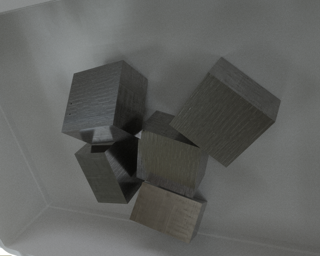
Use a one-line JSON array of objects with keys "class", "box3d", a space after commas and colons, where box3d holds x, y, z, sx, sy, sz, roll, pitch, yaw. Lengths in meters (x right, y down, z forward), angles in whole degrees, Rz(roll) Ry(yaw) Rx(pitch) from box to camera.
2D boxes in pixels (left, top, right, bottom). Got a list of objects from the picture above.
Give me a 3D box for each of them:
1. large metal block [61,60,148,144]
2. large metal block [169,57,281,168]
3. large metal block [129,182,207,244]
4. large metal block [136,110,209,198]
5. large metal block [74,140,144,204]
[{"class": "large metal block", "box3d": [-0.066, -0.028, 0.380, 0.080, 0.080, 0.050, -7, 157, 32]}, {"class": "large metal block", "box3d": [0.071, -0.017, 0.342, 0.080, 0.050, 0.080, 37, 129, 2]}, {"class": "large metal block", "box3d": [0.015, 0.112, 0.423, 0.080, 0.080, 0.050, 17, 83, 16]}, {"class": "large metal block", "box3d": [0.018, 0.033, 0.401, 0.080, 0.050, 0.079, 18, 125, 17]}, {"class": "large metal block", "box3d": [-0.059, 0.047, 0.430, 0.050, 0.080, 0.080, -6, 116, 30]}]
